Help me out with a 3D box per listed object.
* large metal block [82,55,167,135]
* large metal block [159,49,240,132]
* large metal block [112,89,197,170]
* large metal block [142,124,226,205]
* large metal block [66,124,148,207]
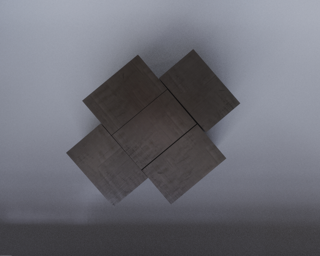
[{"bbox_3d":[-0.039,-0.037,0.382,0.080,0.080,0.050,-40,90,0],"label":"large metal block"},{"bbox_3d":[0.044,-0.042,0.384,0.050,0.080,0.080,-41,91,0],"label":"large metal block"},{"bbox_3d":[-0.006,0.001,0.383,0.080,0.080,0.050,-40,90,0],"label":"large metal block"},{"bbox_3d":[0.027,0.040,0.384,0.080,0.080,0.050,-40,90,0],"label":"large metal block"},{"bbox_3d":[-0.059,0.041,0.382,0.050,0.080,0.080,-41,91,0],"label":"large metal block"}]
